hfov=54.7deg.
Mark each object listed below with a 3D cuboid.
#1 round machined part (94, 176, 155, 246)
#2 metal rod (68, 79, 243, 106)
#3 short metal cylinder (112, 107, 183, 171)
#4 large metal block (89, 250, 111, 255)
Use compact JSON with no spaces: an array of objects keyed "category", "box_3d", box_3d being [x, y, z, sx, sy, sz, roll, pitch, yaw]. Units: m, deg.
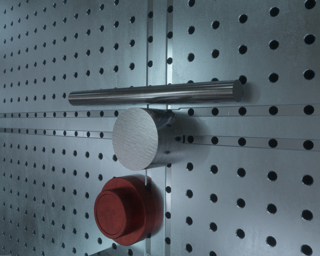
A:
[{"category":"round machined part","box_3d":[-0.058,0.120,0.446,0.098,0.042,0.097,0,90,40]},{"category":"metal rod","box_3d":[-0.030,-0.045,0.434,0.300,0.025,0.025,2,92,40]},{"category":"short metal cylinder","box_3d":[-0.017,0.014,0.407,0.080,0.050,0.079,0,90,40]},{"category":"large metal block","box_3d":[-0.085,0.246,0.464,0.080,0.050,0.079,17,101,38]}]
